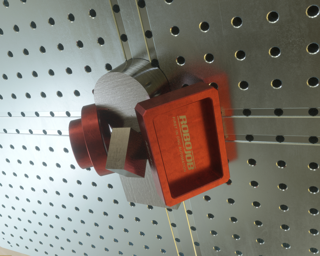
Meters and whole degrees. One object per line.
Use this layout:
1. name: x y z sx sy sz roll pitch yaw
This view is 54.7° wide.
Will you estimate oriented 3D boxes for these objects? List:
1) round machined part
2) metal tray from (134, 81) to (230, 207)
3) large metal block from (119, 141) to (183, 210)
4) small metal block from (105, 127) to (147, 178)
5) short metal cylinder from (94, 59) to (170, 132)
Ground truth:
1. round machined part: -0.091 0.018 0.418 0.042 0.098 0.097 -14 116 -2
2. metal tray: 0.030 0.020 0.368 0.030 0.091 0.129 -137 31 -60
3. large metal block: -0.009 0.063 0.438 0.080 0.050 0.080 2 120 27
4. small metal block: -0.038 0.031 0.380 0.025 0.050 0.050 -2 160 26
5. short metal cylinder: -0.034 -0.040 0.387 0.080 0.050 0.079 13 124 21
